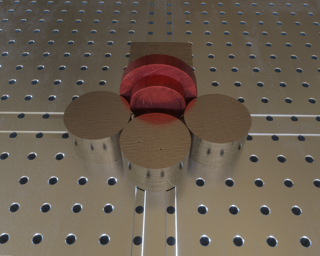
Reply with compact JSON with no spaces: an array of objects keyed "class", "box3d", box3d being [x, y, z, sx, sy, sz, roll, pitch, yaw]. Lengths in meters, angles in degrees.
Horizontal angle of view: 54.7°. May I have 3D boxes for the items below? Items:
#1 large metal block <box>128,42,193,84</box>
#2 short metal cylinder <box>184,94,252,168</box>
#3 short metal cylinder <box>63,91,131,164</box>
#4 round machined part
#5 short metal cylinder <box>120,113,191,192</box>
[{"class":"large metal block","box3d":[0.001,-0.071,0.431,0.081,0.080,0.050,1,50,0]},{"class":"short metal cylinder","box3d":[0.069,0.003,0.390,0.081,0.050,0.080,0,50,0]},{"class":"short metal cylinder","box3d":[-0.075,-0.002,0.392,0.081,0.050,0.080,0,50,0]},{"class":"round machined part","box3d":[-0.002,-0.041,0.392,0.099,0.097,0.042,1,50,1]},{"class":"short metal cylinder","box3d":[-0.005,0.028,0.368,0.081,0.050,0.080,0,50,0]}]
